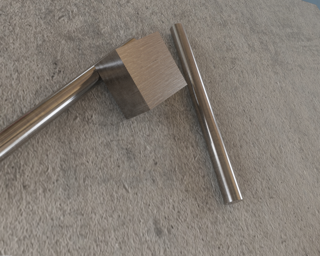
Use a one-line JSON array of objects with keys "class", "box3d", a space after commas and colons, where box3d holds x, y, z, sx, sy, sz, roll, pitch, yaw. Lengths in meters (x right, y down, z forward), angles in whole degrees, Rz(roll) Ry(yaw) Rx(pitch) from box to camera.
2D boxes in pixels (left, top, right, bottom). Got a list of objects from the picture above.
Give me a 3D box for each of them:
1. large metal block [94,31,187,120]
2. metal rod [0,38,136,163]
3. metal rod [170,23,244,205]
[{"class": "large metal block", "box3d": [-0.023, -0.068, 0.402, 0.080, 0.050, 0.080, -38, 103, -41]}, {"class": "metal rod", "box3d": [-0.114, -0.033, 0.363, 0.025, 0.025, 0.301, 41, 51, -1]}, {"class": "metal rod", "box3d": [0.062, -0.036, 0.461, 0.025, 0.025, 0.299, 0, 62, -29]}]
